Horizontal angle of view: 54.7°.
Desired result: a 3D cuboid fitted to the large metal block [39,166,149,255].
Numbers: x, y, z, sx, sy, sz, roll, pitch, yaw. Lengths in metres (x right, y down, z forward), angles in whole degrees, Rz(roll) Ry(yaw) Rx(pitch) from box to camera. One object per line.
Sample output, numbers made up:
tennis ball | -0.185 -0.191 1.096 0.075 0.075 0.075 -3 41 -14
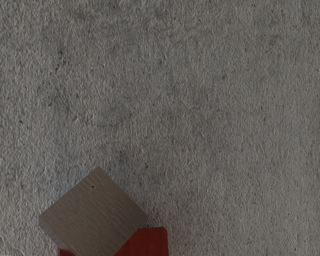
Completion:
large metal block | -0.074 0.104 0.344 0.080 0.050 0.080 45 56 6

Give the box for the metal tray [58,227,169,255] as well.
metal tray | -0.054 0.170 0.372 0.131 0.030 0.090 3 71 -20

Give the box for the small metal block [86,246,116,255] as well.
small metal block | -0.074 0.182 0.382 0.050 0.025 0.050 31 80 -18
